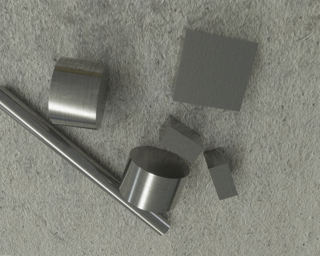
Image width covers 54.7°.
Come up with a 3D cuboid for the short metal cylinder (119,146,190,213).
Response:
[{"bbox_3d":[-0.007,0.065,0.404,0.080,0.080,0.050,16,109,-6],"label":"short metal cylinder"}]

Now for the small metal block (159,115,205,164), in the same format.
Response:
[{"bbox_3d":[0.027,0.013,0.402,0.050,0.050,0.025,32,107,-12],"label":"small metal block"}]

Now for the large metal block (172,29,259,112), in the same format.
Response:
[{"bbox_3d":[0.061,-0.071,0.371,0.081,0.050,0.079,9,110,-4],"label":"large metal block"}]

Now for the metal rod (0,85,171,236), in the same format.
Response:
[{"bbox_3d":[-0.100,0.053,0.427,0.300,0.025,0.025,42,104,-15],"label":"metal rod"}]

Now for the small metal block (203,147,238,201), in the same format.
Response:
[{"bbox_3d":[0.081,0.061,0.420,0.025,0.050,0.050,-19,109,7],"label":"small metal block"}]

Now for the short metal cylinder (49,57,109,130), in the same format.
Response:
[{"bbox_3d":[-0.092,-0.040,0.364,0.050,0.080,0.079,9,110,-4],"label":"short metal cylinder"}]
